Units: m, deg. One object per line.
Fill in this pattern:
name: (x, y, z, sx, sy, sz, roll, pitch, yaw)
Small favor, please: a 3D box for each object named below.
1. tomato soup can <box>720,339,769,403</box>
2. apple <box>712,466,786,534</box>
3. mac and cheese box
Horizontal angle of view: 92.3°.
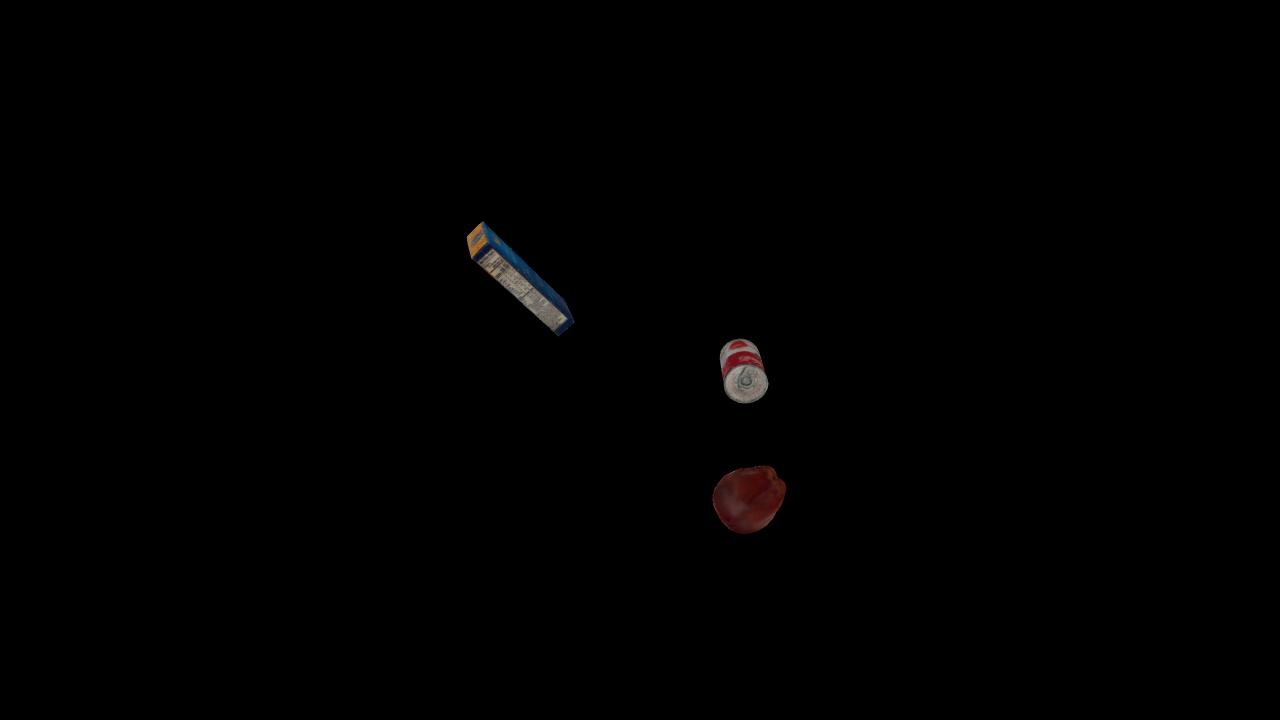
tomato soup can: (0.162, 0.016, 0.974, 0.068, 0.068, 0.101, 0, 25, 3)
apple: (0.136, 0.173, 0.775, 0.093, 0.079, 0.079, -42, -23, 28)
mac and cheese box: (-0.179, -0.121, 0.932, 0.184, 0.041, 0.093, 44, 10, -34)
